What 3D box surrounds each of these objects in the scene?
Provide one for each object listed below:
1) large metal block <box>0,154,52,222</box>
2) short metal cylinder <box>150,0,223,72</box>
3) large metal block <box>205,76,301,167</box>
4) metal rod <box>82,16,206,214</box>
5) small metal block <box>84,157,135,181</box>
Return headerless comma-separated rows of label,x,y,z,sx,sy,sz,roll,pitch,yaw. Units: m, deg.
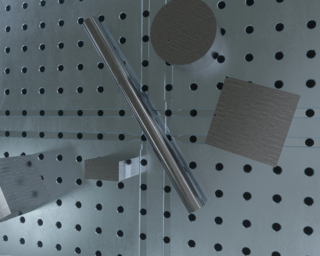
large metal block,-0.222,0.089,0.460,0.050,0.080,0.080,-30,81,17
short metal cylinder,0.035,-0.114,0.387,0.080,0.050,0.079,0,90,19
large metal block,0.107,-0.008,0.361,0.080,0.050,0.080,19,96,18
metal rod,-0.026,-0.025,0.420,0.025,0.025,0.299,-33,80,17
small metal block,-0.067,0.054,0.422,0.050,0.050,0.025,1,90,19
